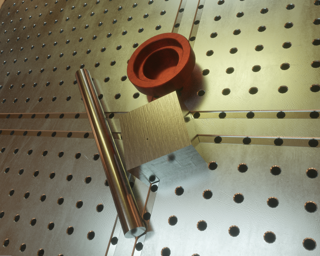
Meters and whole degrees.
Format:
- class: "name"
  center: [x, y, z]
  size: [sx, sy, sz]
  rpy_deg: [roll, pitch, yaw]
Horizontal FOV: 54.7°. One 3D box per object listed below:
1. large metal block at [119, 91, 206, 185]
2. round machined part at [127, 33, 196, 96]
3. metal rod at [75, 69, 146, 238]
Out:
- class: "large metal block"
  center: [0.001, 0.013, 0.384]
  size: [0.080, 0.050, 0.080]
  rpy_deg: [-23, 53, 14]
- class: "round machined part"
  center: [0.005, -0.086, 0.448]
  size: [0.098, 0.042, 0.098]
  rpy_deg: [-13, 56, 21]
- class: "metal rod"
  center: [-0.081, 0.013, 0.442]
  size: [0.025, 0.025, 0.300]
  rpy_deg: [-32, 52, 7]
